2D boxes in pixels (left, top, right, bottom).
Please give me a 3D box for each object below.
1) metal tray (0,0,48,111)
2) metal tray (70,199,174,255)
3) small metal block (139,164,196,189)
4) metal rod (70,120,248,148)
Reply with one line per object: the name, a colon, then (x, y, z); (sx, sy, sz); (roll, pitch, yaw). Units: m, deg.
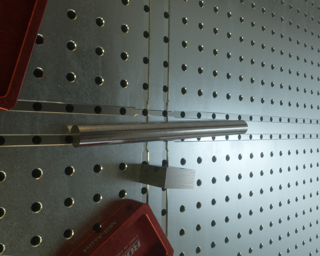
metal tray: (-0.160, -0.088, 0.271); (0.091, 0.030, 0.129); (20, 77, -39)
metal tray: (-0.049, 0.160, 0.366); (0.131, 0.030, 0.090); (-39, 114, -33)
small metal block: (0.010, 0.063, 0.403); (0.050, 0.050, 0.025); (11, 83, -40)
metal rod: (0.024, 0.004, 0.431); (0.302, 0.025, 0.025); (-3, 92, -40)
